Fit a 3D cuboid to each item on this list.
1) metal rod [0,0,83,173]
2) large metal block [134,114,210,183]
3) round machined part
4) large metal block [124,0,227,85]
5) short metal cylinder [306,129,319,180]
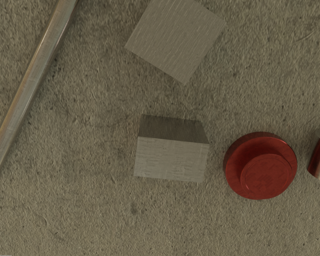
[{"bbox_3d":[-0.165,-0.049,0.389,0.025,0.025,0.298,29,107,-11],"label":"metal rod"},{"bbox_3d":[0.012,0.023,0.389,0.081,0.080,0.050,6,110,-3],"label":"large metal block"},{"bbox_3d":[0.140,0.058,0.424,0.099,0.042,0.097,0,110,-1],"label":"round machined part"},{"bbox_3d":[0.016,-0.109,0.357,0.080,0.050,0.080,30,107,-11],"label":"large metal block"},{"bbox_3d":[0.237,0.038,0.398,0.081,0.080,0.050,4,110,-2],"label":"short metal cylinder"}]
